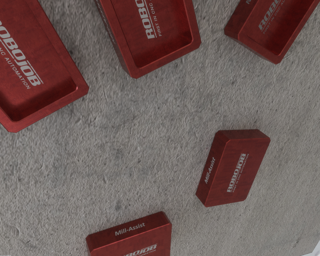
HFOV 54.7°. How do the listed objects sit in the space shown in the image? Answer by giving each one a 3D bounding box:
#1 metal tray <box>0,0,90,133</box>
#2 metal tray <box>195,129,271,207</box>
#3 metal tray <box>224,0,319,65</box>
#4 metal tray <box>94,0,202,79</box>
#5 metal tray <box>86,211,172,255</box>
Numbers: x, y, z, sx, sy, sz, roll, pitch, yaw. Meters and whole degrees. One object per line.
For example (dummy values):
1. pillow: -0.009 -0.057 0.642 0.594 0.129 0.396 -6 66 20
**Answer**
1. metal tray: -0.137 -0.068 0.286 0.090 0.030 0.130 -31 129 -9
2. metal tray: 0.118 0.066 0.509 0.091 0.030 0.129 -1 119 -28
3. metal tray: 0.150 -0.156 0.388 0.091 0.030 0.129 18 109 -35
4. metal tray: -0.015 -0.127 0.316 0.090 0.030 0.129 -29 128 -10
5. metal tray: -0.047 0.193 0.497 0.131 0.030 0.089 -12 124 -22
